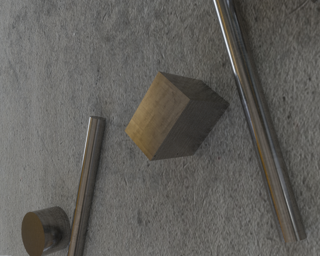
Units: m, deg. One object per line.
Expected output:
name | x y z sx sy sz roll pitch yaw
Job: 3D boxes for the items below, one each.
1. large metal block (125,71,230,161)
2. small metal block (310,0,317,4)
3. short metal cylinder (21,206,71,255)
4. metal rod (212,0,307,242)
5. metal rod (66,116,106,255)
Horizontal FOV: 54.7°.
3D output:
large metal block | 0.020 -0.012 0.353 0.050 0.081 0.080 47 118 30
small metal block | 0.143 -0.155 0.287 0.050 0.025 0.050 -47 62 30
short metal cylinder | -0.206 0.187 0.559 0.080 0.050 0.080 0 90 40
metal rod | 0.096 -0.037 0.325 0.025 0.025 0.299 -21 77 38
metal rod | -0.127 0.128 0.509 0.025 0.025 0.298 19 102 38
